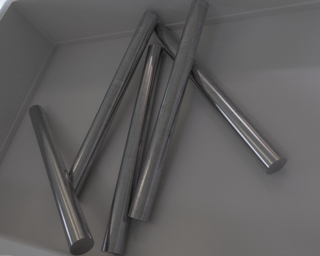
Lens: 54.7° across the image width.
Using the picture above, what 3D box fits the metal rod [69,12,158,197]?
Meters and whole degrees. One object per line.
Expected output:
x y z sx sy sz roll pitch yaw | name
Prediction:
-0.069 -0.040 0.450 0.025 0.025 0.299 13 73 33 | metal rod

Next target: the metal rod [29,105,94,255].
-0.147 0.046 0.426 0.025 0.025 0.300 -42 42 0 | metal rod

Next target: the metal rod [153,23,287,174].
0.058 -0.060 0.411 0.025 0.025 0.300 -36 51 5 | metal rod

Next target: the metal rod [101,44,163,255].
-0.031 0.009 0.416 0.025 0.025 0.300 -4 60 26 | metal rod

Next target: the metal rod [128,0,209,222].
0.016 -0.034 0.395 0.025 0.025 0.299 7 72 31 | metal rod
